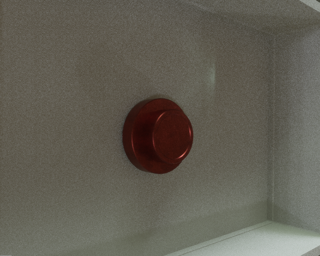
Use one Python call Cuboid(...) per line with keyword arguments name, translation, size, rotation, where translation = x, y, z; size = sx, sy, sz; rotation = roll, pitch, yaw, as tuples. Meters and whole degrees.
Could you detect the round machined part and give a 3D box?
Cuboid(name="round machined part", translation=(0.005, 0.010, 0.397), size=(0.099, 0.042, 0.097), rotation=(0, 90, -40))
